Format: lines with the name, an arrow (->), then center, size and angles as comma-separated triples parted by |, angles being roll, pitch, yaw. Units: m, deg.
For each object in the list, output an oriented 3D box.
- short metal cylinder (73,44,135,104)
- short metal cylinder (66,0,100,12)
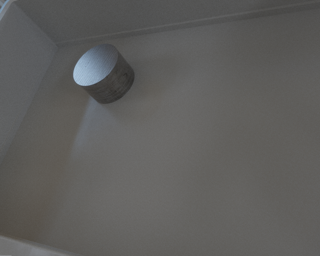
short metal cylinder -> -0.088, -0.085, 0.488 | 0.080, 0.050, 0.080 | -13, 56, 21
short metal cylinder -> -0.169, -0.298, 0.664 | 0.080, 0.050, 0.080 | -13, 56, 21
